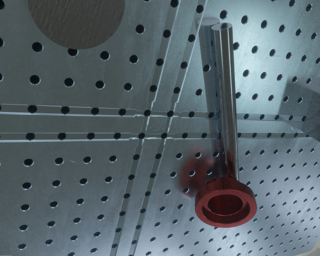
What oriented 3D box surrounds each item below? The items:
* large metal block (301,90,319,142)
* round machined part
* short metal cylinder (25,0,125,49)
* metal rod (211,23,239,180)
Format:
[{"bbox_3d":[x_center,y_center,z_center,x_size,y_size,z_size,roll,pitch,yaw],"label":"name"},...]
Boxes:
[{"bbox_3d":[0.303,-0.015,0.532,0.050,0.080,0.079,-11,123,-23],"label":"large metal block"},{"bbox_3d":[0.107,0.119,0.515,0.099,0.042,0.097,2,127,3],"label":"round machined part"},{"bbox_3d":[-0.078,-0.117,0.280,0.081,0.050,0.079,-14,124,-21],"label":"short metal cylinder"},{"bbox_3d":[0.102,-0.006,0.463,0.025,0.025,0.298,-24,127,-14],"label":"metal rod"}]
